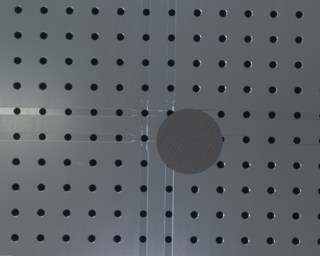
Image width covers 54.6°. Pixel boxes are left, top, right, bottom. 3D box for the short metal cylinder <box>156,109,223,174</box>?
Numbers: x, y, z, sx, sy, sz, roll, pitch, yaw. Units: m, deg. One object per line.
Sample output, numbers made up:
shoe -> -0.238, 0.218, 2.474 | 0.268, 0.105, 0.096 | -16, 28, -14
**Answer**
short metal cylinder -> 0.036, 0.016, 0.401 | 0.080, 0.050, 0.080 | 0, 90, 0
